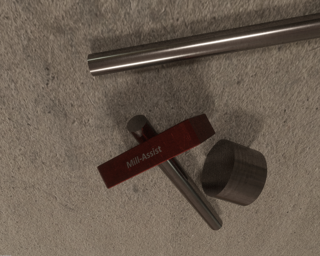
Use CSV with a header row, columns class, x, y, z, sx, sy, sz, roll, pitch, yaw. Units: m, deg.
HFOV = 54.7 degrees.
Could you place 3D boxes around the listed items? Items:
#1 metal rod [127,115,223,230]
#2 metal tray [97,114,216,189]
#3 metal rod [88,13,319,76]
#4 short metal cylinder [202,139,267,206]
class,x,y,z,sx,sy,sz,roll,pitch,yaw
metal rod,0.037,0.083,0.453,0.025,0.025,0.300,-20,136,16
metal tray,-0.002,0.027,0.388,0.130,0.090,0.030,-28,86,22
metal rod,0.072,-0.092,0.329,0.302,0.025,0.025,-8,130,6
short metal cylinder,0.100,0.061,0.425,0.050,0.080,0.079,20,127,-16
